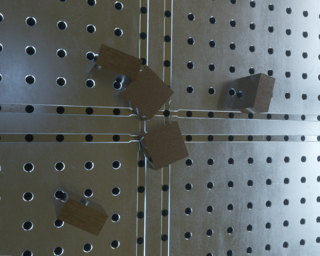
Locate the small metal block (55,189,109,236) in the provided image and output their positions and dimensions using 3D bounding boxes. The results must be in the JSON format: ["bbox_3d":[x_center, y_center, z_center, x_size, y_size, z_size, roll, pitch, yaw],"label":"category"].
[{"bbox_3d":[-0.093,0.099,0.366,0.050,0.050,0.025,31,80,-18],"label":"small metal block"}]

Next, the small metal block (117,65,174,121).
[{"bbox_3d":[-0.019,-0.045,0.407,0.050,0.025,0.050,43,76,-15],"label":"small metal block"}]

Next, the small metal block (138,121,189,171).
[{"bbox_3d":[0.004,0.023,0.415,0.050,0.025,0.050,-22,98,-19],"label":"small metal block"}]

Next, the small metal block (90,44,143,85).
[{"bbox_3d":[-0.055,-0.076,0.380,0.050,0.050,0.025,18,84,-19],"label":"small metal block"}]

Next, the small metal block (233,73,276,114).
[{"bbox_3d":[0.136,-0.049,0.451,0.025,0.050,0.050,16,85,-20],"label":"small metal block"}]
